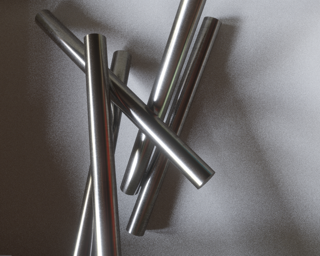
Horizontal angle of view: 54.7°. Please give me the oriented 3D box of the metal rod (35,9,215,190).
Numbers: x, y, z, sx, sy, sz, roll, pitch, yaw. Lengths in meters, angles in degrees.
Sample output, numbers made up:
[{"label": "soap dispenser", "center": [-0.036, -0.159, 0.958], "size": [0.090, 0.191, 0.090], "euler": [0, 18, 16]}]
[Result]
[{"label": "metal rod", "center": [-0.053, -0.046, 0.362], "size": [0.025, 0.025, 0.300], "euler": [-45, 71, 0]}]

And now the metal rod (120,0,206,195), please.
[{"label": "metal rod", "center": [0.005, -0.047, 0.354], "size": [0.025, 0.025, 0.298], "euler": [19, 113, -1]}]

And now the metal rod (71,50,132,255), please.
[{"label": "metal rod", "center": [-0.066, 0.040, 0.352], "size": [0.025, 0.025, 0.299], "euler": [7, 66, 0]}]

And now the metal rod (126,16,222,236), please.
[{"label": "metal rod", "center": [0.018, -0.002, 0.411], "size": [0.025, 0.025, 0.299], "euler": [20, 90, -1]}]

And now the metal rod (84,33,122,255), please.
[{"label": "metal rod", "center": [-0.059, 0.045, 0.320], "size": [0.025, 0.025, 0.298], "euler": [-6, 78, -1]}]
